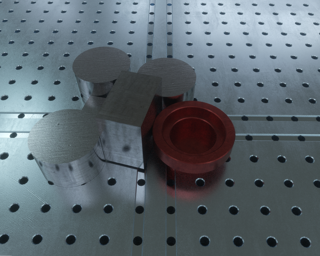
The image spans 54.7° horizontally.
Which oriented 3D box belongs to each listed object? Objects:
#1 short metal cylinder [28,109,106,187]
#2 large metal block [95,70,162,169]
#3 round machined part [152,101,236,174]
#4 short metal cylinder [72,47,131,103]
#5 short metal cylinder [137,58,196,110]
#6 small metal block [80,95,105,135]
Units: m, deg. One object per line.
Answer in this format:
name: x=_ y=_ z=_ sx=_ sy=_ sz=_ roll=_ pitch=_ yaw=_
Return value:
short metal cylinder: x=-0.108 y=0.023 z=0.371 sx=0.080 sy=0.050 sz=0.080 roll=0 pitch=50 yaw=0
large metal block: x=-0.033 y=-0.010 z=0.376 sx=0.050 sy=0.080 sz=0.080 roll=12 pitch=51 yaw=10
round machined part: x=0.040 y=0.015 z=0.384 sx=0.099 sy=0.042 sz=0.098 roll=0 pitch=50 yaw=0
short metal cylinder: x=-0.082 y=-0.074 z=0.453 sx=0.080 sy=0.050 sz=0.080 roll=0 pitch=50 yaw=0
short metal cylinder: x=0.009 y=-0.054 z=0.436 sx=0.080 sy=0.050 sz=0.080 roll=0 pitch=50 yaw=0
small metal block: x=-0.079 y=-0.014 z=0.418 sx=0.050 sy=0.025 sz=0.050 roll=12 pitch=51 yaw=9
